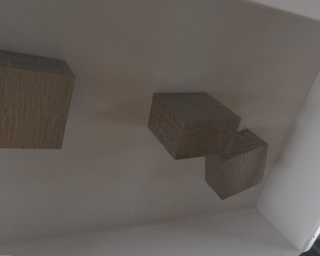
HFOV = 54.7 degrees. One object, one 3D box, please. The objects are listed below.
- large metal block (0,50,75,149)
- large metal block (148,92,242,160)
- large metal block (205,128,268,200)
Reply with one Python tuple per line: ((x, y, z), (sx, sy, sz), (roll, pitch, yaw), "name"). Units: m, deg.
((-0.136, -0.027, 0.302), (0.081, 0.050, 0.079), (4, 117, -31), "large metal block")
((0.040, -0.006, 0.393), (0.081, 0.080, 0.050), (-4, 120, -27), "large metal block")
((0.120, 0.057, 0.496), (0.081, 0.050, 0.079), (-19, 126, -18), "large metal block")
